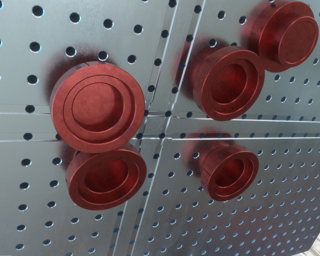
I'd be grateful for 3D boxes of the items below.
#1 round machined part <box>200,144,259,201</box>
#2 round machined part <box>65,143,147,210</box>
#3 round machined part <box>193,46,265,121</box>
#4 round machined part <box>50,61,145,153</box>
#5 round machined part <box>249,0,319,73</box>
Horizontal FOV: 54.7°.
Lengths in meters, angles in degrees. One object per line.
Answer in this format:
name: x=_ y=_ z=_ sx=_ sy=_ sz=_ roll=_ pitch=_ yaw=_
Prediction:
round machined part: x=0.108 y=0.068 z=0.503 sx=0.099 sy=0.042 sz=0.097 roll=-14 pitch=125 yaw=-21
round machined part: x=-0.070 y=0.055 z=0.394 sx=0.099 sy=0.042 sz=0.097 roll=-15 pitch=129 yaw=-20
round machined part: x=0.086 y=-0.061 z=0.411 sx=0.099 sy=0.042 sz=0.097 roll=-14 pitch=125 yaw=-21
round machined part: x=-0.070 y=-0.025 z=0.341 sx=0.099 sy=0.042 sz=0.097 roll=-9 pitch=113 yaw=-22
round machined part: x=0.175 y=-0.122 z=0.423 sx=0.099 sy=0.042 sz=0.097 roll=-14 pitch=125 yaw=-21
